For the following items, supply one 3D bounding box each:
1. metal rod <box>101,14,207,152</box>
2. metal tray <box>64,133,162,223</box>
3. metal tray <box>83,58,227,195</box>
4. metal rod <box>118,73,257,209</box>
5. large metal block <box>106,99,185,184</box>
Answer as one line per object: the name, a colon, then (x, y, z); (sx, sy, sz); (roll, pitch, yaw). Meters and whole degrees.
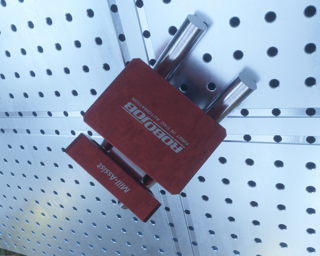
metal rod: (-0.036, -0.021, 0.416); (0.025, 0.025, 0.298); (40, 129, 0)
metal tray: (-0.060, 0.062, 0.410); (0.130, 0.030, 0.090); (42, 173, -2)
metal tray: (-0.005, -0.002, 0.341); (0.130, 0.030, 0.090); (40, 85, 0)
metal rod: (0.017, 0.037, 0.424); (0.025, 0.025, 0.298); (41, 129, 0)
large metal block: (-0.016, 0.016, 0.392); (0.050, 0.080, 0.080); (41, 129, 0)
